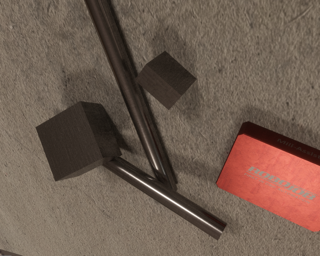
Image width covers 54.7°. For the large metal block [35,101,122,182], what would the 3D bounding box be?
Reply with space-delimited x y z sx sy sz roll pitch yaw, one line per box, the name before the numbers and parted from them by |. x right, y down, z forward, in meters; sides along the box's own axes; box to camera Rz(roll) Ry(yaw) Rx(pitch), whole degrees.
large metal block | -0.111 0.018 0.427 0.080 0.050 0.080 -27 80 19

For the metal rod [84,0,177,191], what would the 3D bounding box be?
metal rod | -0.034 -0.038 0.399 0.025 0.025 0.298 -6 116 31

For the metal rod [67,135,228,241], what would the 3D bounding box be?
metal rod | -0.045 0.063 0.442 0.301 0.025 0.025 29 128 19

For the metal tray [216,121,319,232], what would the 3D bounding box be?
metal tray | 0.142 0.057 0.364 0.130 0.030 0.089 24 127 13

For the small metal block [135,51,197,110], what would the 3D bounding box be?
small metal block | 0.008 -0.055 0.351 0.050 0.050 0.025 42 129 -1
